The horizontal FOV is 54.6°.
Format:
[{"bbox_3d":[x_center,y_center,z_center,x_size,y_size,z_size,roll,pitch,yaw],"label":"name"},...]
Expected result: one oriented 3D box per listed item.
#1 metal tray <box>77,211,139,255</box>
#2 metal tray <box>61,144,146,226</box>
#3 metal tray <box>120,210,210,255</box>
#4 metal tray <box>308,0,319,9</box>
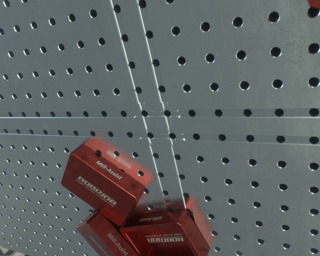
[{"bbox_3d":[-0.092,0.216,0.568,0.130,0.030,0.090,49,145,0],"label":"metal tray"},{"bbox_3d":[-0.098,0.097,0.521,0.130,0.030,0.089,34,129,6],"label":"metal tray"},{"bbox_3d":[0.006,0.187,0.521,0.130,0.030,0.090,-18,109,35],"label":"metal tray"},{"bbox_3d":[0.179,-0.145,0.223,0.090,0.030,0.129,23,127,14],"label":"metal tray"}]
